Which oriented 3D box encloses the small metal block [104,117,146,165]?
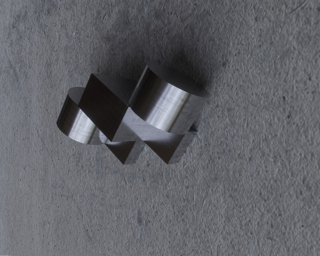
[{"bbox_3d":[-0.048,0.017,0.447,0.050,0.025,0.050,43,116,31],"label":"small metal block"}]

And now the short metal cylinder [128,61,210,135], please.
[{"bbox_3d":[0.010,-0.036,0.362,0.080,0.081,0.050,43,116,31],"label":"short metal cylinder"}]

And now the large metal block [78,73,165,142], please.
[{"bbox_3d":[-0.046,-0.026,0.410,0.080,0.081,0.050,42,115,31],"label":"large metal block"}]

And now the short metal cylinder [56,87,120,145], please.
[{"bbox_3d":[-0.105,-0.019,0.457,0.080,0.081,0.050,43,116,31],"label":"short metal cylinder"}]

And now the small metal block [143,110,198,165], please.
[{"bbox_3d":[0.012,0.011,0.397,0.050,0.025,0.050,43,116,31],"label":"small metal block"}]
